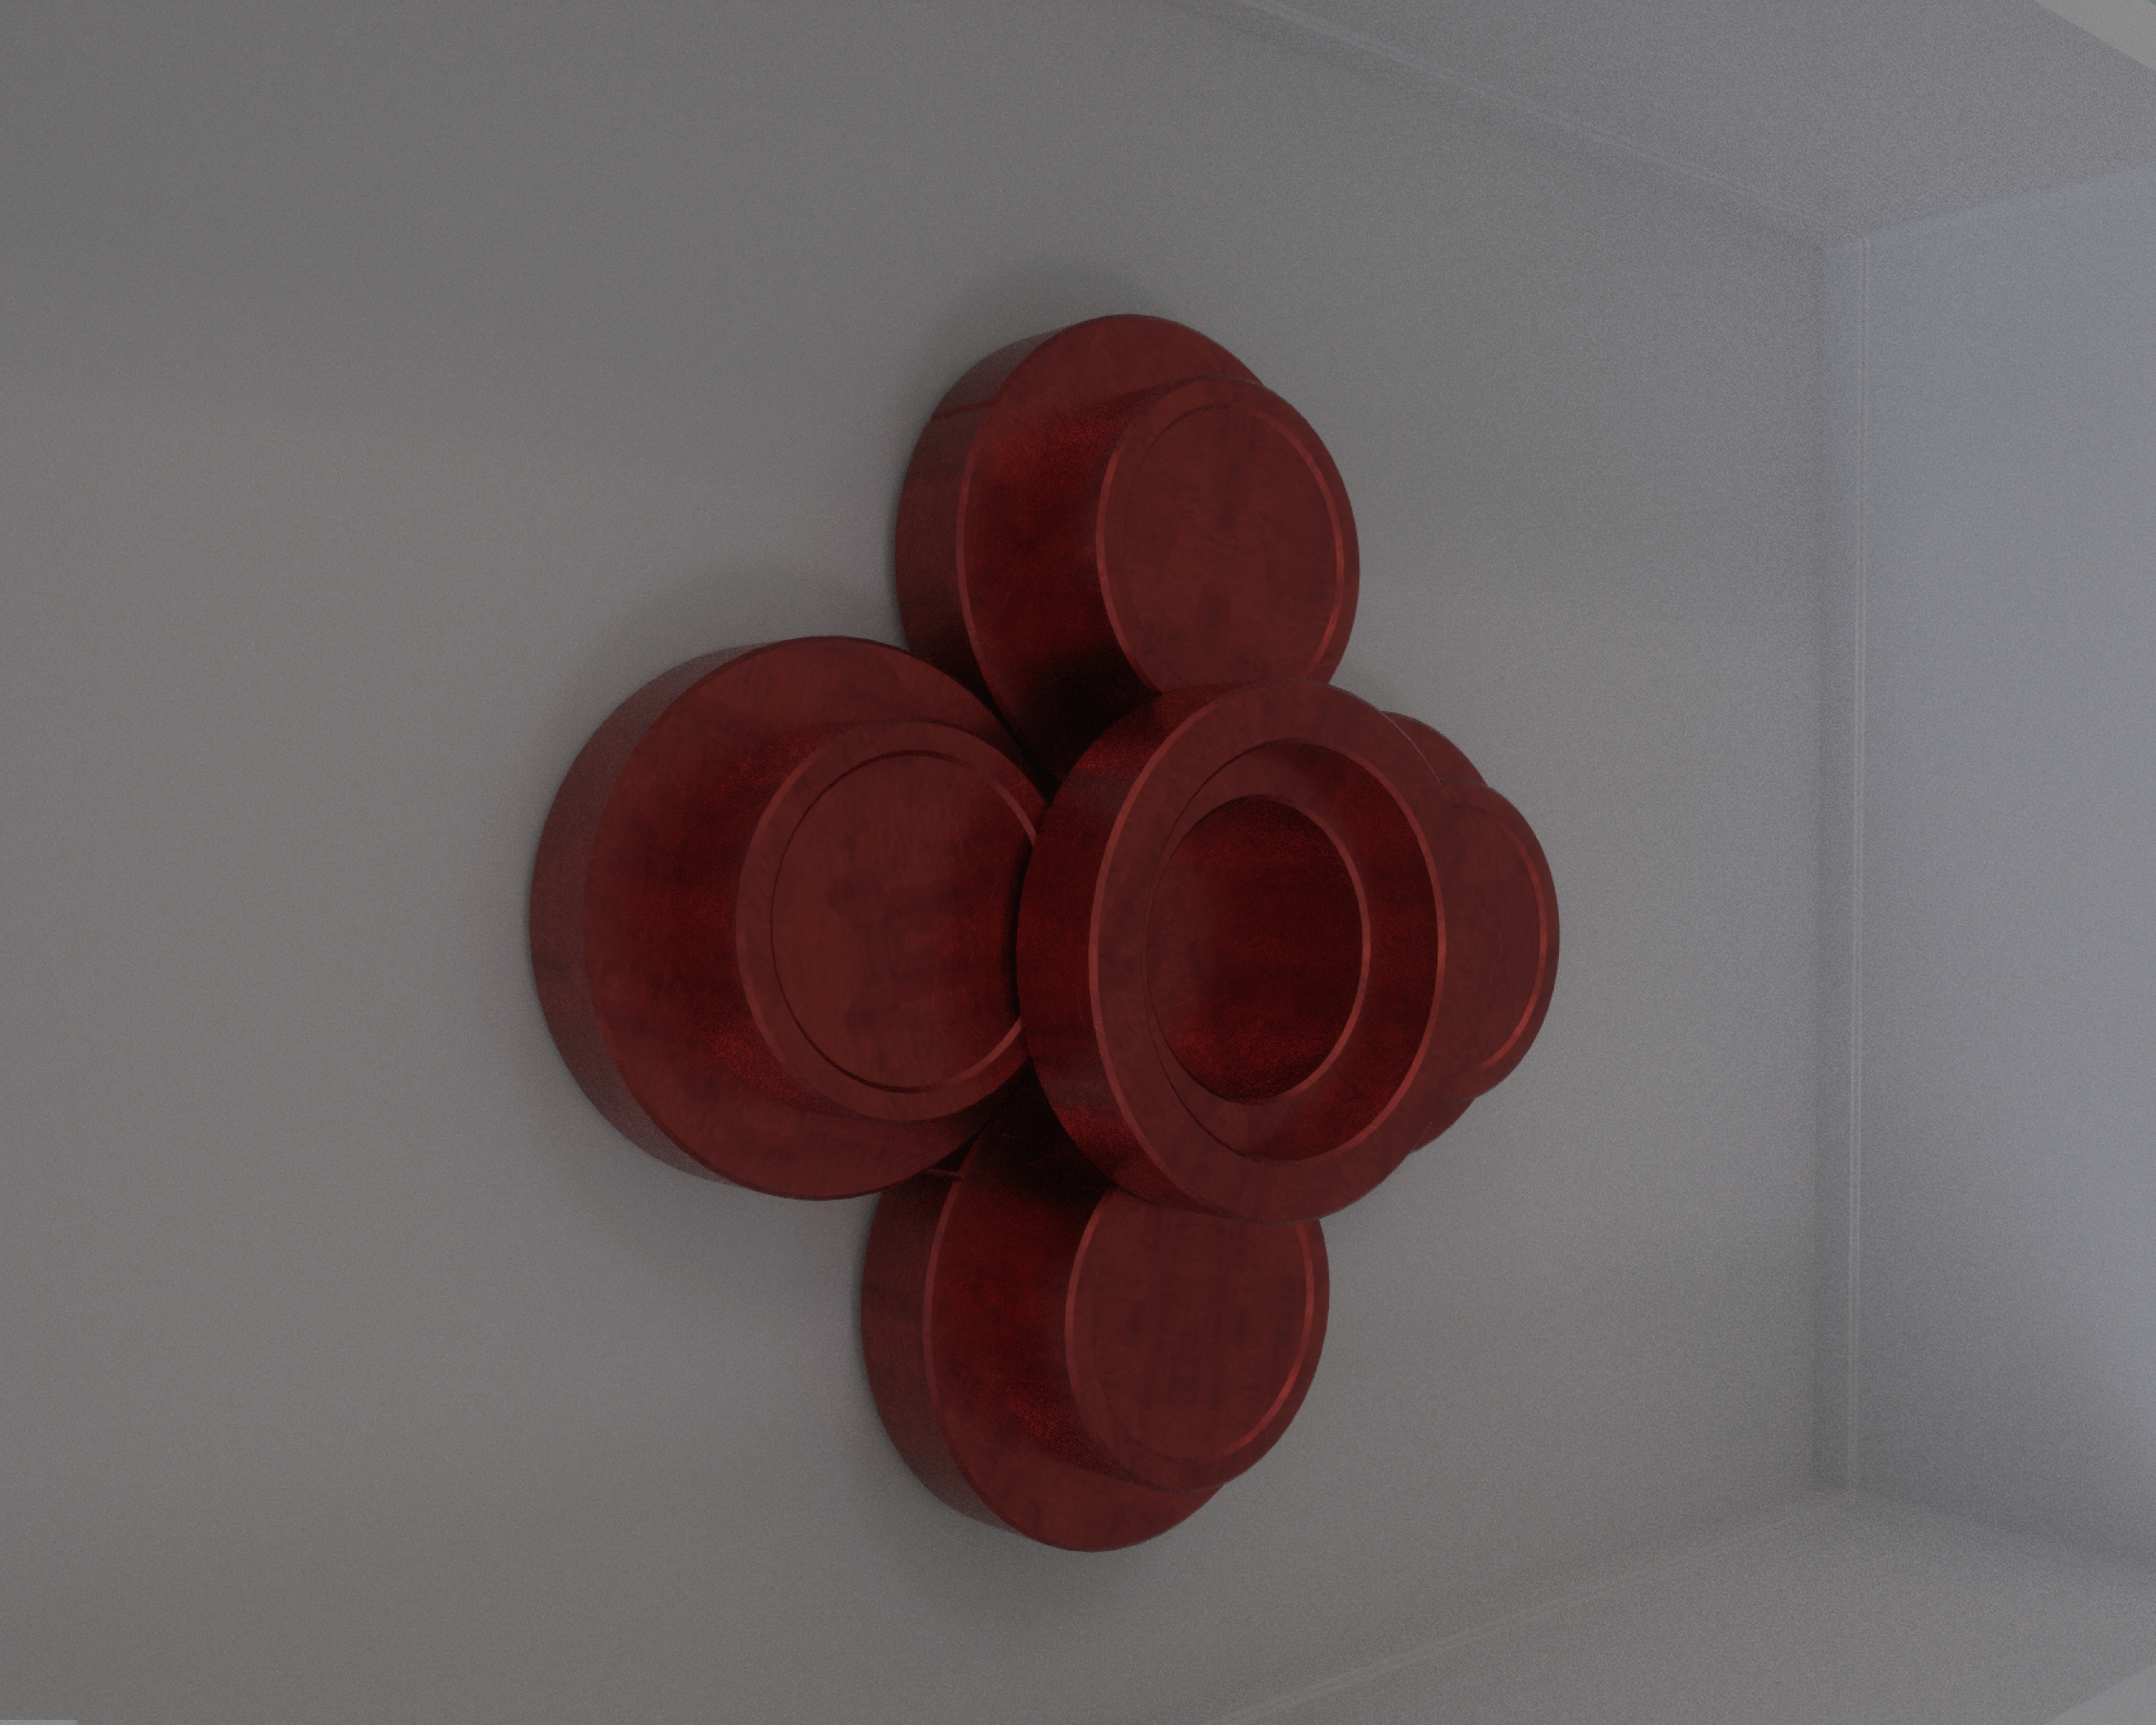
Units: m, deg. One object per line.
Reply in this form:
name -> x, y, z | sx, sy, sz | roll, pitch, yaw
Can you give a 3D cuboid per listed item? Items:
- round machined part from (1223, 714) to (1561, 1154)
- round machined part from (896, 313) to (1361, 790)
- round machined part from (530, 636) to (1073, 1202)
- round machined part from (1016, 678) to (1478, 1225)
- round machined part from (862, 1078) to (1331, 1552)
round machined part -> 0.066, 0.016, 0.448 | 0.099, 0.042, 0.097 | 0, 90, -40
round machined part -> 0.017, -0.058, 0.405 | 0.099, 0.042, 0.097 | 0, 90, -40
round machined part -> -0.039, 0.010, 0.359 | 0.099, 0.042, 0.097 | 0, 90, -40
round machined part -> 0.027, 0.016, 0.388 | 0.099, 0.042, 0.097 | 0, 90, -40
round machined part -> 0.010, 0.083, 0.402 | 0.099, 0.042, 0.097 | 2, 87, -41
